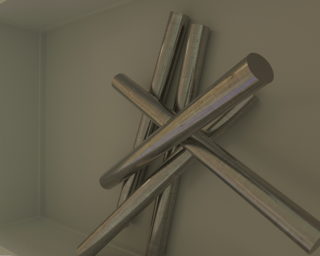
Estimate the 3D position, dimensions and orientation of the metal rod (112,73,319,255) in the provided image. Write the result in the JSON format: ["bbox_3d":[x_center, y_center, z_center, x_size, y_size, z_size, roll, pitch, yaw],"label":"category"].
[{"bbox_3d":[0.032,0.011,0.328,0.300,0.025,0.025,40,115,40],"label":"metal rod"}]

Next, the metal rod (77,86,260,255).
[{"bbox_3d":[-0.002,0.065,0.372,0.299,0.025,0.025,-46,62,17],"label":"metal rod"}]

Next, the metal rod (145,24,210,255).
[{"bbox_3d":[0.020,0.025,0.388,0.025,0.025,0.298,18,101,38],"label":"metal rod"}]

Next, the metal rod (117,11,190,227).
[{"bbox_3d":[-0.016,-0.001,0.417,0.025,0.025,0.298,26,106,36],"label":"metal rod"}]

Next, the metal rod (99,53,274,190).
[{"bbox_3d":[-0.003,0.017,0.332,0.299,0.025,0.025,-39,65,51],"label":"metal rod"}]
